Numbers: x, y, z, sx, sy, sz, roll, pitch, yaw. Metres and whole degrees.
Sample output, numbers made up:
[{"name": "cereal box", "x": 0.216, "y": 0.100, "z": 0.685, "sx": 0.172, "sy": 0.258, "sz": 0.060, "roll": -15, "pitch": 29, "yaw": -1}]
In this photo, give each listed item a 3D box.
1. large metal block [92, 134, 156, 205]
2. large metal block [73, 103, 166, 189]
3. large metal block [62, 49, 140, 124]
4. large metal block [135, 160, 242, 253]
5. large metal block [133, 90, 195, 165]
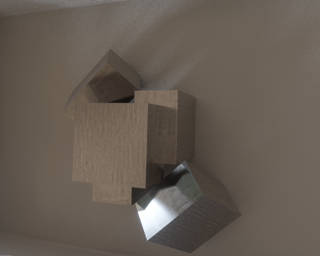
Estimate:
[{"name": "large metal block", "x": -0.042, "y": 0.047, "z": 0.395, "sx": 0.050, "sy": 0.080, "sz": 0.080, "roll": 1, "pitch": 90, "yaw": 20}, {"name": "large metal block", "x": -0.041, "y": 0.015, "z": 0.325, "sx": 0.080, "sy": 0.050, "sz": 0.080, "roll": 2, "pitch": 91, "yaw": 20}, {"name": "large metal block", "x": -0.072, "y": -0.048, "z": 0.397, "sx": 0.050, "sy": 0.080, "sz": 0.080, "roll": 40, "pitch": 105, "yaw": -21}, {"name": "large metal block", "x": 0.033, "y": 0.094, "z": 0.360, "sx": 0.080, "sy": 0.080, "sz": 0.050, "roll": -43, "pitch": 42, "yaw": 15}, {"name": "large metal block", "x": 0.008, "y": -0.001, "z": 0.375, "sx": 0.050, "sy": 0.080, "sz": 0.080, "roll": 1, "pitch": 90, "yaw": 20}]
